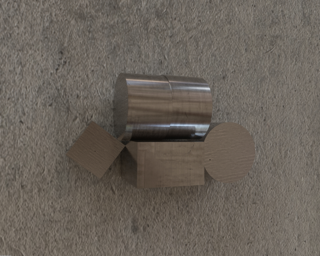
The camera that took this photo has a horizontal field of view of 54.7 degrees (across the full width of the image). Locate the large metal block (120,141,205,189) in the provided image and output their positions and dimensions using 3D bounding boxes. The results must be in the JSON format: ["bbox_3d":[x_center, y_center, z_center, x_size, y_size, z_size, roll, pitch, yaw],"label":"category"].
[{"bbox_3d":[0.000,0.040,0.382,0.081,0.080,0.050,1,90,-20],"label":"large metal block"}]

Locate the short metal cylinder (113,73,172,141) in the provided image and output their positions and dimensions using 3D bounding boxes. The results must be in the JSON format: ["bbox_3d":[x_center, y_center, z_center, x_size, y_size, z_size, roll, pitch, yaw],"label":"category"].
[{"bbox_3d":[-0.023,-0.025,0.373,0.050,0.080,0.079,1,90,-20],"label":"short metal cylinder"}]

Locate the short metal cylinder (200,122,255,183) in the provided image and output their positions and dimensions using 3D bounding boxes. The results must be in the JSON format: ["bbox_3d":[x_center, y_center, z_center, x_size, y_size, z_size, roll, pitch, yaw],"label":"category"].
[{"bbox_3d":[0.082,0.032,0.427,0.081,0.050,0.079,0,90,-20],"label":"short metal cylinder"}]

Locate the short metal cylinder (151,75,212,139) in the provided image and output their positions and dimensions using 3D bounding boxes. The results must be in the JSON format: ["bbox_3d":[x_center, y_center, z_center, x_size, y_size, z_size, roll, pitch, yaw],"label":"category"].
[{"bbox_3d":[0.024,-0.025,0.390,0.050,0.080,0.079,1,90,-20],"label":"short metal cylinder"}]

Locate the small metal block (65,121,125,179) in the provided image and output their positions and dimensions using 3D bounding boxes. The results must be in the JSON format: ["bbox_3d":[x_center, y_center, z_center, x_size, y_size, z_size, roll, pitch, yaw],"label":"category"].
[{"bbox_3d":[-0.080,0.026,0.381,0.050,0.025,0.050,40,77,-16],"label":"small metal block"}]
